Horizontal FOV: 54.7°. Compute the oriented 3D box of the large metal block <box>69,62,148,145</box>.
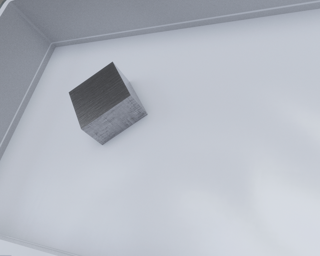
[{"bbox_3d":[-0.076,-0.036,0.450,0.080,0.050,0.080,-34,52,5],"label":"large metal block"}]
